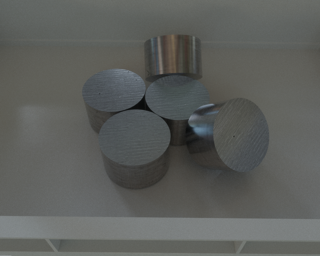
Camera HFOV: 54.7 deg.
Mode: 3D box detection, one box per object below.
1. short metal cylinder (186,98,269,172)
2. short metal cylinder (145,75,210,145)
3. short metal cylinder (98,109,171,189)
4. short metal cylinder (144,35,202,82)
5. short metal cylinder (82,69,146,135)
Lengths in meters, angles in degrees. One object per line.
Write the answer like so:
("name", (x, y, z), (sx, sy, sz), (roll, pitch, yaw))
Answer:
("short metal cylinder", (0.077, 0.009, 0.354), (0.081, 0.050, 0.080), (3, 85, -29))
("short metal cylinder", (0.022, -0.024, 0.407), (0.081, 0.050, 0.080), (0, 50, 0))
("short metal cylinder", (-0.028, 0.024, 0.366), (0.081, 0.050, 0.080), (0, 50, 0))
("short metal cylinder", (0.019, -0.095, 0.438), (0.081, 0.080, 0.050), (-2, 89, -2))
("short metal cylinder", (-0.059, -0.034, 0.414), (0.081, 0.050, 0.080), (0, 50, 0))
